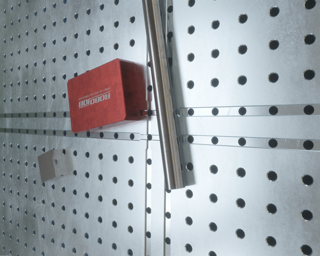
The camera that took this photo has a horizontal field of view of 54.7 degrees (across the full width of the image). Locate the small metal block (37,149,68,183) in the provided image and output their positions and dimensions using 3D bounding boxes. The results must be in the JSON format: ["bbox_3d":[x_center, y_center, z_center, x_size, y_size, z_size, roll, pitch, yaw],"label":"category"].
[{"bbox_3d":[-0.199,0.070,0.574,0.050,0.025,0.050,-23,75,37],"label":"small metal block"}]

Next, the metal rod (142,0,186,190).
[{"bbox_3d":[0.001,-0.071,0.408,0.025,0.025,0.298,-12,82,39],"label":"metal rod"}]

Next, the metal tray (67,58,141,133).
[{"bbox_3d":[-0.091,-0.045,0.481,0.130,0.030,0.090,-12,82,39],"label":"metal tray"}]
